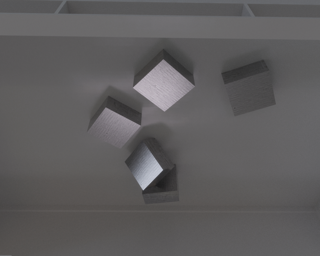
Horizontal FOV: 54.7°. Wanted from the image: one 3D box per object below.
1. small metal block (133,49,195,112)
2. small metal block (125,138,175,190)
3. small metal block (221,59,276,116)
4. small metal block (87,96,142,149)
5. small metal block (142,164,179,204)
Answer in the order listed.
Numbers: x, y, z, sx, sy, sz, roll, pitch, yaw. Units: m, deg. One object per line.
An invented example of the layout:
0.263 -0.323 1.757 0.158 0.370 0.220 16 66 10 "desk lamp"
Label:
0.005 -0.055 0.362 0.050 0.025 0.050 36 121 -27 "small metal block"
-0.015 0.050 0.432 0.025 0.050 0.050 -10 147 -50 "small metal block"
0.106 -0.047 0.370 0.050 0.025 0.050 -17 128 13 "small metal block"
-0.059 -0.006 0.403 0.050 0.025 0.050 28 125 -22 "small metal block"
0.001 0.084 0.463 0.050 0.050 0.025 -7 131 5 "small metal block"
